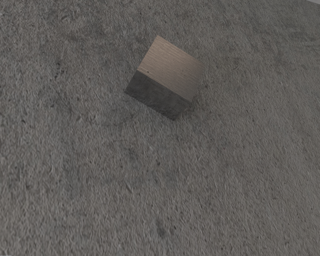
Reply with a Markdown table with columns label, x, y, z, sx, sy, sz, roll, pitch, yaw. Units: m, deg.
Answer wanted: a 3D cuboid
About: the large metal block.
| label | x | y | z | sx | sy | sz | roll | pitch | yaw |
| --- | --- | --- | --- | --- | --- | --- | --- | --- | --- |
| large metal block | 0.008 | -0.070 | 0.434 | 0.080 | 0.050 | 0.080 | 30 | 52 | -9 |
